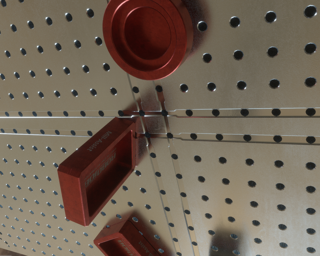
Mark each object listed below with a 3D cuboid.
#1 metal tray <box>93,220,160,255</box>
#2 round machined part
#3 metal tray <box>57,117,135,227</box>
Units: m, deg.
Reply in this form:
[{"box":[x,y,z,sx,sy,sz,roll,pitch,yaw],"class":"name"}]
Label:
[{"box":[-0.053,0.240,0.581,0.090,0.030,0.130,-32,101,37],"class":"metal tray"},{"box":[-0.010,-0.105,0.339,0.098,0.042,0.097,13,124,20],"class":"round machined part"},{"box":[-0.077,0.054,0.415,0.030,0.131,0.089,15,125,19],"class":"metal tray"}]
